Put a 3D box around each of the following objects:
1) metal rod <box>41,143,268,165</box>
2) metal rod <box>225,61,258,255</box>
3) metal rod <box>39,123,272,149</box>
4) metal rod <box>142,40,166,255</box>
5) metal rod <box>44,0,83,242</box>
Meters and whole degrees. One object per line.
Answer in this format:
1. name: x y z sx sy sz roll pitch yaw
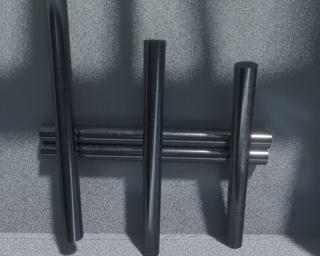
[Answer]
1. metal rod: -0.006 0.034 0.423 0.302 0.025 0.025 2 110 -1
2. metal rod: 0.104 0.061 0.410 0.025 0.025 0.298 -4 119 1
3. metal rod: -0.005 0.011 0.414 0.302 0.025 0.025 2 110 -1
4. metal rod: -0.010 0.041 0.399 0.025 0.025 0.298 1 110 -1
5. metal rod: -0.117 0.000 0.383 0.025 0.025 0.298 -1 102 0
